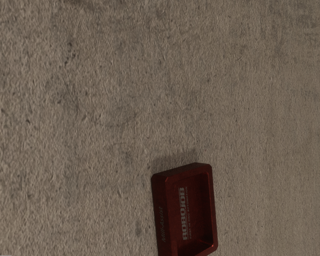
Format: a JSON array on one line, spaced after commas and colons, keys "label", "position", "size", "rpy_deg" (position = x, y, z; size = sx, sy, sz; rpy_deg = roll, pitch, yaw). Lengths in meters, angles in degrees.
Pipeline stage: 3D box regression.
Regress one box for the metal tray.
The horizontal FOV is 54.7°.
[{"label": "metal tray", "position": [0.037, 0.121, 0.435], "size": [0.091, 0.030, 0.129], "rpy_deg": [-9, 96, -40]}]
